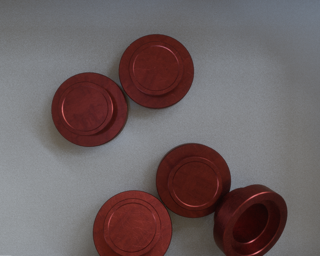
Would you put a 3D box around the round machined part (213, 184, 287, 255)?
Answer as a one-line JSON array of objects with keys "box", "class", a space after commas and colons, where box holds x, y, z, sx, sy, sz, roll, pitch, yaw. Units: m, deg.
[{"box": [0.108, 0.115, 0.390, 0.099, 0.042, 0.097, -9, 111, -24], "class": "round machined part"}]

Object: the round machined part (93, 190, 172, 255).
[{"box": [-0.034, 0.125, 0.384, 0.099, 0.042, 0.098, 1, 65, -3], "class": "round machined part"}]

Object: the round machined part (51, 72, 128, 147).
[{"box": [-0.092, -0.024, 0.402, 0.099, 0.042, 0.097, 0, 90, 0], "class": "round machined part"}]

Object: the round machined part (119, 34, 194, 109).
[{"box": [-0.005, -0.074, 0.403, 0.099, 0.042, 0.097, 0, 90, 0], "class": "round machined part"}]

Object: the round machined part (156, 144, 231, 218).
[{"box": [0.044, 0.069, 0.403, 0.099, 0.042, 0.097, 0, 90, 0], "class": "round machined part"}]
